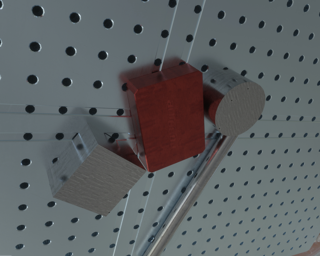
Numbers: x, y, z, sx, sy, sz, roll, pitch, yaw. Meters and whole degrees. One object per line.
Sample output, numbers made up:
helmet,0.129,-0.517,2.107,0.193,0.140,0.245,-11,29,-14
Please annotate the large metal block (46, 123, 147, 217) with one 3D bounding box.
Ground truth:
large metal block,-0.079,0.054,0.387,0.080,0.050,0.080,-49,129,6

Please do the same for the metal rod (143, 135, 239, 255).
metal rod,0.048,0.116,0.511,0.025,0.025,0.298,19,108,-36

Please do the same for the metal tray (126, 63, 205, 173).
metal tray,0.012,-0.011,0.409,0.091,0.030,0.129,-20,126,-17

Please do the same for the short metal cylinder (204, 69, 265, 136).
short metal cylinder,0.096,-0.035,0.428,0.081,0.050,0.079,-14,125,-21
